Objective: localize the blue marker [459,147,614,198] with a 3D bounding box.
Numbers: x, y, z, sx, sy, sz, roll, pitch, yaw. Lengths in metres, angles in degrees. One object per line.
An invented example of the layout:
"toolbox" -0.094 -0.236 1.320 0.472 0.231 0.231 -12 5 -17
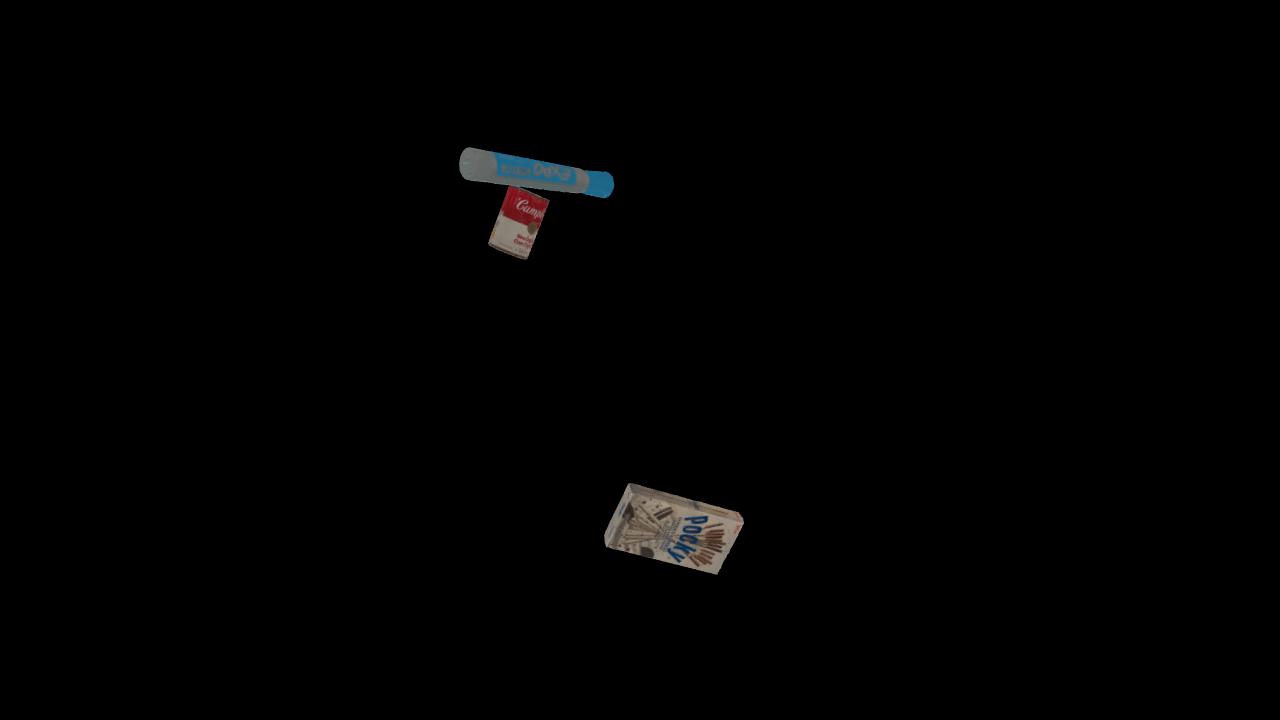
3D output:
"blue marker" -0.062 -0.122 0.408 0.020 0.020 0.121 0 6 42

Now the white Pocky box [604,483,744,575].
"white Pocky box" 0.041 0.207 0.750 0.154 0.084 0.028 19 17 -17

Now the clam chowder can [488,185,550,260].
"clam chowder can" -0.193 -0.218 0.974 0.068 0.102 0.068 23 9 -4
